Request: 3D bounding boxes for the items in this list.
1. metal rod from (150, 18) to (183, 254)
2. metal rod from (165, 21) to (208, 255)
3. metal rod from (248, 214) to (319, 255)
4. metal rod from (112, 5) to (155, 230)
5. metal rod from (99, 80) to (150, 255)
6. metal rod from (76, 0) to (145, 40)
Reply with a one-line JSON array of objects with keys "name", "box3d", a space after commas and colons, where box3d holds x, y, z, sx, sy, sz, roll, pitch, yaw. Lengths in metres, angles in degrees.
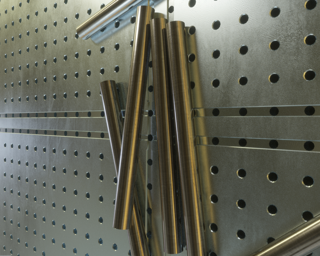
[{"name": "metal rod", "box3d": [0.008, 0.008, 0.403, 0.025, 0.025, 0.299, -6, 86, 40]}, {"name": "metal rod", "box3d": [0.033, 0.017, 0.383, 0.025, 0.025, 0.299, -9, 84, 40]}, {"name": "metal rod", "box3d": [0.110, 0.136, 0.318, 0.299, 0.025, 0.025, -47, 62, 30]}, {"name": "metal rod", "box3d": [-0.036, -0.015, 0.422, 0.025, 0.025, 0.298, 5, 88, 40]}, {"name": "metal rod", "box3d": [-0.050, 0.075, 0.451, 0.025, 0.025, 0.299, -20, 77, 38]}, {"name": "metal rod", "box3d": [-0.017, -0.194, 0.424, 0.299, 0.025, 0.025, -17, 79, 38]}]
